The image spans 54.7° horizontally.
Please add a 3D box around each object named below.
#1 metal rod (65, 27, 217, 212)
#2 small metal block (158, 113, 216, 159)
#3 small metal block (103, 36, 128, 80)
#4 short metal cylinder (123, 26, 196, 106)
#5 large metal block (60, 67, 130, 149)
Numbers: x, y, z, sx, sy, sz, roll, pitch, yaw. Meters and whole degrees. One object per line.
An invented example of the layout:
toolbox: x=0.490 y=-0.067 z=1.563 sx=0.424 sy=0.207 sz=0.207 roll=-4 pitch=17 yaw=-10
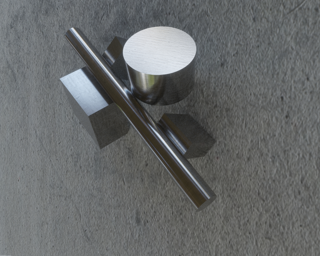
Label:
metal rod: x=-0.038 y=-0.029 z=0.371 sx=0.300 sy=0.025 sz=0.025 roll=51 pitch=120 yaw=27
small metal block: x=0.029 y=0.009 z=0.361 sx=0.050 sy=0.050 sz=0.025 roll=48 pitch=119 yaw=29
small metal block: x=-0.051 y=-0.095 z=0.430 sx=0.050 sy=0.050 sz=0.025 roll=-46 pitch=63 yaw=30
short metal cylinder: x=0.001 y=-0.072 z=0.360 sx=0.080 sy=0.080 sz=0.050 roll=46 pitch=159 yaw=30
large metal block: x=-0.090 y=-0.030 z=0.439 sx=0.080 sy=0.050 sz=0.080 roll=48 pitch=159 yaw=28
